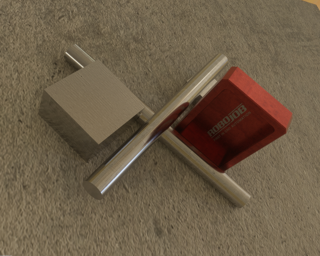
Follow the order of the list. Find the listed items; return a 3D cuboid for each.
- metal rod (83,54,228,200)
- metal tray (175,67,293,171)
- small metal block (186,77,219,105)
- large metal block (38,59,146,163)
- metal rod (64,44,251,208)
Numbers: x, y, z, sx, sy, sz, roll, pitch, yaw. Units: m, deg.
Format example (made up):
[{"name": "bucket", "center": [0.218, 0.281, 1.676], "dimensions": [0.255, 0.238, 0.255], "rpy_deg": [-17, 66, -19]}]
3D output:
[{"name": "metal rod", "center": [0.015, -0.023, 0.397], "dimensions": [0.025, 0.025, 0.301], "rpy_deg": [43, 51, 1]}, {"name": "metal tray", "center": [0.083, -0.004, 0.386], "dimensions": [0.090, 0.129, 0.030], "rpy_deg": [40, 51, -1]}, {"name": "small metal block", "center": [0.066, -0.058, 0.478], "dimensions": [0.050, 0.025, 0.050], "rpy_deg": [46, 51, 3]}, {"name": "large metal block", "center": [-0.078, -0.021, 0.359], "dimensions": [0.080, 0.050, 0.080], "rpy_deg": [45, 51, 3]}, {"name": "metal rod", "center": [-0.003, -0.002, 0.407], "dimensions": [0.300, 0.025, 0.025], "rpy_deg": [41, 51, -1]}]
